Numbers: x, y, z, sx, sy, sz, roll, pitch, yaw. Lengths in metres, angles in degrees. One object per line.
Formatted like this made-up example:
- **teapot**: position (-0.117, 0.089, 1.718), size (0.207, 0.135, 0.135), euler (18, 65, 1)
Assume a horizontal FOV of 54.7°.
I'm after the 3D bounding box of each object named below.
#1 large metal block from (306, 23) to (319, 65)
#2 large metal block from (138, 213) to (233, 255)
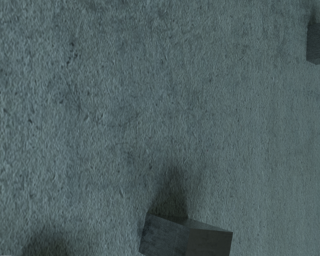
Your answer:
- **large metal block**: position (0.376, -0.189, 0.683), size (0.050, 0.080, 0.080), euler (5, 87, -40)
- **large metal block**: position (0.033, 0.146, 0.396), size (0.080, 0.080, 0.050), euler (20, 78, -38)
